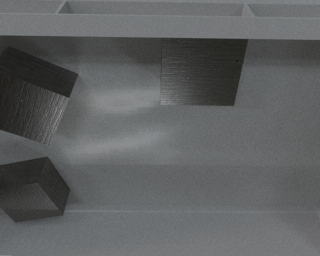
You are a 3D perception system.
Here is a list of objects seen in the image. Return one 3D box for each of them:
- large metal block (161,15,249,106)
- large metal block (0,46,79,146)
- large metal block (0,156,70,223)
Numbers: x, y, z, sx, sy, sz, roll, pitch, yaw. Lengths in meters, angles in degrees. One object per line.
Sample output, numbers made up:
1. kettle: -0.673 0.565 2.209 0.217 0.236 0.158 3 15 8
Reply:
1. large metal block: 0.042 -0.071 0.332 0.081 0.050 0.079 1 130 -1
2. large metal block: -0.151 -0.035 0.361 0.080 0.050 0.080 21 127 -17
3. large metal block: -0.196 0.095 0.472 0.080 0.050 0.080 -11 130 9
